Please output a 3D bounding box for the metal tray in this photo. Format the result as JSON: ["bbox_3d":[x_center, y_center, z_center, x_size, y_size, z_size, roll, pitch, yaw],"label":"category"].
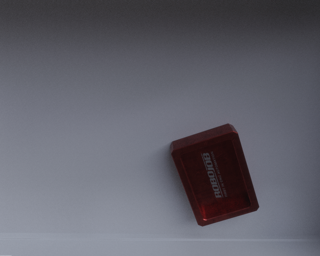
[{"bbox_3d":[0.077,0.068,0.434,0.090,0.030,0.129,-19,109,6],"label":"metal tray"}]
